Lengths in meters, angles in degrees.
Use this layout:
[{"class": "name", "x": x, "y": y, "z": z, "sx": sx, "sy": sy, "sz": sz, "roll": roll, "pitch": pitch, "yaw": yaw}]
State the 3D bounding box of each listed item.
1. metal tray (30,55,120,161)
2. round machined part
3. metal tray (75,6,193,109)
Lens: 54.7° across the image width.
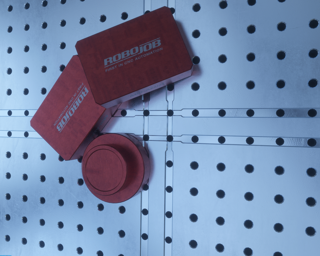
[{"class": "metal tray", "x": -0.121, "y": -0.028, "z": 0.453, "sx": 0.090, "sy": 0.030, "sz": 0.130, "roll": 41, "pitch": 103, "yaw": 15}, {"class": "round machined part", "x": -0.067, "y": 0.056, "z": 0.427, "sx": 0.098, "sy": 0.042, "sz": 0.097, "roll": 0, "pitch": 90, "yaw": 20}, {"class": "metal tray", "x": -0.033, "y": -0.090, "z": 0.403, "sx": 0.131, "sy": 0.030, "sz": 0.090, "roll": -21, "pitch": 83, "yaw": 2}]
